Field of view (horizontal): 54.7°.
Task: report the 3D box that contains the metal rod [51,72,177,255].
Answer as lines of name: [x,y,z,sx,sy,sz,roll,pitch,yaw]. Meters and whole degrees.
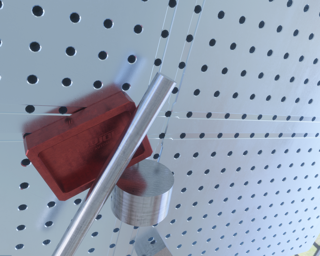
metal rod: [-0.067,0.068,0.377,0.025,0.025,0.298,21,107,-36]

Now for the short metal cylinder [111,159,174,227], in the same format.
short metal cylinder: [-0.024,0.085,0.416,0.081,0.080,0.050,-6,121,-26]

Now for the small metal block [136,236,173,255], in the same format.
small metal block: [-0.007,0.227,0.550,0.050,0.025,0.050,-32,129,-8]

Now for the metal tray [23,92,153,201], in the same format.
metal tray: [-0.082,0.023,0.378,0.131,0.030,0.090,-27,128,-12]
